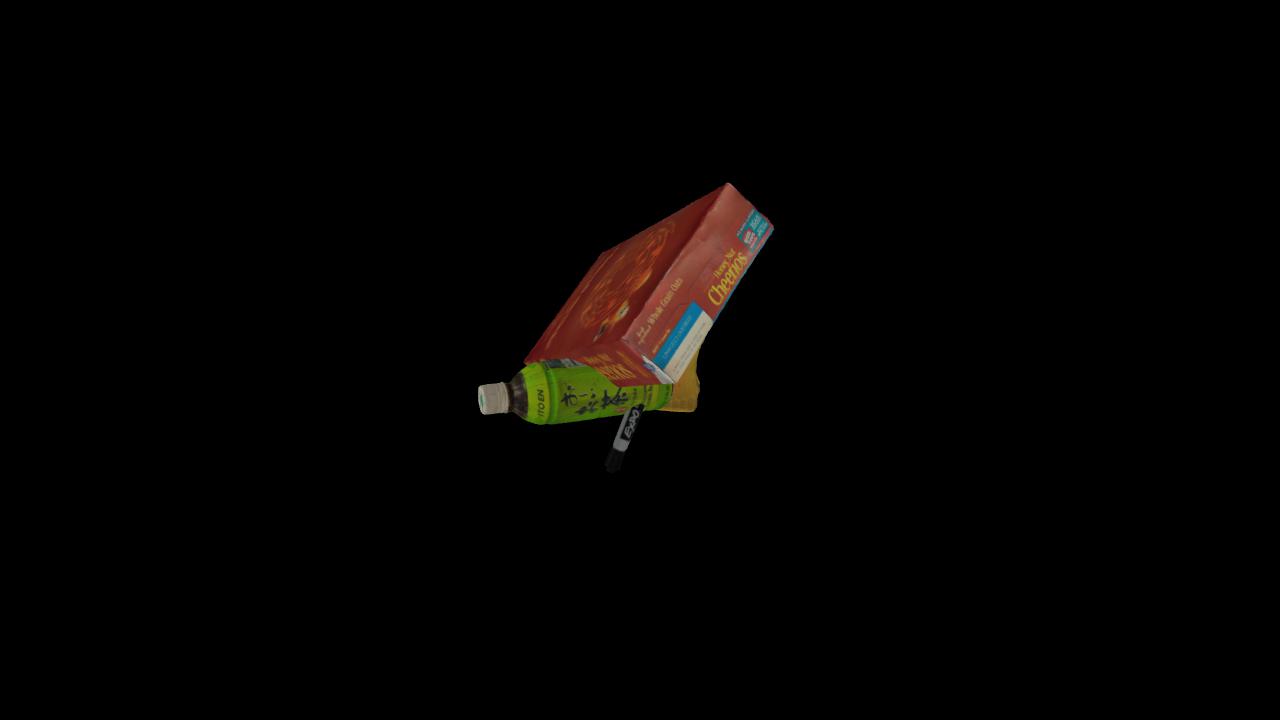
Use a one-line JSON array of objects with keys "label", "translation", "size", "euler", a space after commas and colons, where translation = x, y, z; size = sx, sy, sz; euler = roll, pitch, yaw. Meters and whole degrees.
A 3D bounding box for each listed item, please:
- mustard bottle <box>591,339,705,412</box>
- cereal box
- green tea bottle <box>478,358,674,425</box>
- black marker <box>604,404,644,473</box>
[{"label": "mustard bottle", "translation": [0.034, -0.033, 0.736], "size": [0.092, 0.184, 0.054], "euler": [7, 5, -3]}, {"label": "cereal box", "translation": [-0.007, -0.064, 0.707], "size": [0.081, 0.203, 0.306], "euler": [40, -21, -20]}, {"label": "green tea bottle", "translation": [-0.068, 0.031, 0.672], "size": [0.212, 0.073, 0.073], "euler": [-4, 2, -26]}, {"label": "black marker", "translation": [-0.012, 0.071, 0.692], "size": [0.020, 0.121, 0.020], "euler": [22, 5, -2]}]
